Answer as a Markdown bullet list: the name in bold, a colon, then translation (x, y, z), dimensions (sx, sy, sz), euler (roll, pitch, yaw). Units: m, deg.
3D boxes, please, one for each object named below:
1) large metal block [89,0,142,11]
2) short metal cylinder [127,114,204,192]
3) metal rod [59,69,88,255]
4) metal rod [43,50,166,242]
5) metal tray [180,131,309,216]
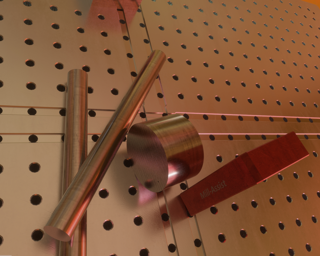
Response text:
- **large metal block**: translation (-0.075, -0.241, 0.499), dimensions (0.081, 0.050, 0.080), euler (-6, 65, -31)
- **short metal cylinder**: translation (0.004, 0.028, 0.358), dimensions (0.050, 0.080, 0.080), euler (-16, 70, -34)
- **metal rod**: translation (-0.088, 0.064, 0.321), dimensions (0.025, 0.025, 0.299), euler (7, 58, -25)
- **metal rod**: translation (-0.045, -0.009, 0.369), dimensions (0.025, 0.025, 0.301), euler (31, 46, -8)
- **metal tray**: translation (0.092, 0.055, 0.356), dimensions (0.091, 0.129, 0.030), euler (-17, 71, -35)
